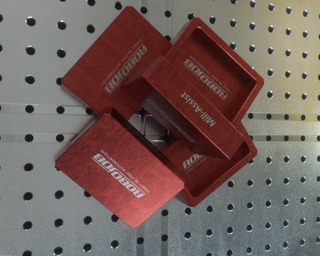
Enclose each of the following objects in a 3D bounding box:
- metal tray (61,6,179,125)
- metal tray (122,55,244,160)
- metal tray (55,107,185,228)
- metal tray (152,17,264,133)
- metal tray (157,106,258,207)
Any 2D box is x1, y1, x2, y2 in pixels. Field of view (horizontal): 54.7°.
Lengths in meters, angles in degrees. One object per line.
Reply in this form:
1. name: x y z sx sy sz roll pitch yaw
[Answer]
1. metal tray: -0.048 -0.075 0.392 0.090 0.030 0.130 41 77 -16
2. metal tray: 0.023 -0.019 0.355 0.130 0.090 0.030 42 77 -16
3. metal tray: -0.045 0.050 0.374 0.090 0.030 0.130 -43 105 11
4. metal tray: 0.064 -0.065 0.402 0.130 0.030 0.090 38 78 -17
5. metal tray: 0.065 0.035 0.434 0.131 0.030 0.090 -35 102 -17
